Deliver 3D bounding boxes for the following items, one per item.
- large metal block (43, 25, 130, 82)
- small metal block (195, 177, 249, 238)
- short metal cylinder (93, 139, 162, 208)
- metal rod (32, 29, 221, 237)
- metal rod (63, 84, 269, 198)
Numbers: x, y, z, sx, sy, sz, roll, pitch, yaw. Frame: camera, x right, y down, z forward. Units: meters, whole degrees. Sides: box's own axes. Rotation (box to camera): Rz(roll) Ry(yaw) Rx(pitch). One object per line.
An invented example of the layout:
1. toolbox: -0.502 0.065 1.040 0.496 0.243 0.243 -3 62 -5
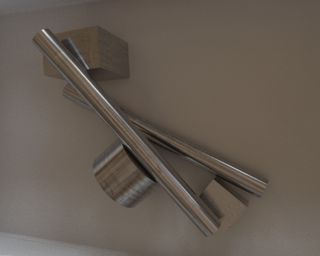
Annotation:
1. large metal block: -0.096 -0.093 0.413 0.080 0.080 0.050 -4 89 19
2. small metal block: 0.073 0.096 0.383 0.050 0.025 0.050 40 102 15
3. short metal cylinder: -0.037 0.052 0.391 0.050 0.080 0.080 -42 77 15
4. metal rod: -0.038 0.005 0.360 0.025 0.025 0.300 -42 90 15
5. metal rod: -0.005 0.008 0.410 0.301 0.025 0.025 26 99 17
